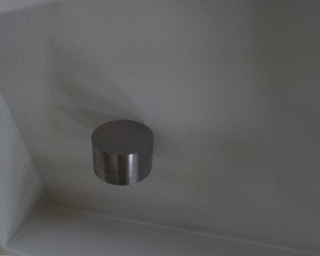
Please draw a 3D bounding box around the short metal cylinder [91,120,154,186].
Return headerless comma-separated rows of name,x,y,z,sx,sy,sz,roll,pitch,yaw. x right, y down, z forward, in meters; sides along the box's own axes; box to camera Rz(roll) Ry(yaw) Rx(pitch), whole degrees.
short metal cylinder,-0.050,0.031,0.417,0.080,0.080,0.050,17,125,18
